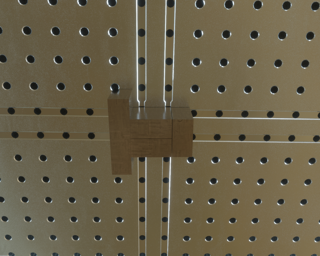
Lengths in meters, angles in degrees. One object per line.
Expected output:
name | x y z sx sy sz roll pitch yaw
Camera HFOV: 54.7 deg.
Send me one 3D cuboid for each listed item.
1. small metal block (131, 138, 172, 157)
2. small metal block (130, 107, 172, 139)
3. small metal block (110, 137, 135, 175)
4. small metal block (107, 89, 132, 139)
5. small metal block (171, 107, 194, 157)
small metal block | -0.011 0.016 0.405 0.050 0.050 0.025 0 110 -1
small metal block | -0.011 -0.007 0.396 0.050 0.050 0.025 0 110 -1
small metal block | -0.049 0.028 0.409 0.025 0.050 0.050 0 110 0
small metal block | -0.049 -0.019 0.392 0.025 0.050 0.050 0 110 0
small metal block | 0.028 0.004 0.401 0.025 0.050 0.050 0 110 0
